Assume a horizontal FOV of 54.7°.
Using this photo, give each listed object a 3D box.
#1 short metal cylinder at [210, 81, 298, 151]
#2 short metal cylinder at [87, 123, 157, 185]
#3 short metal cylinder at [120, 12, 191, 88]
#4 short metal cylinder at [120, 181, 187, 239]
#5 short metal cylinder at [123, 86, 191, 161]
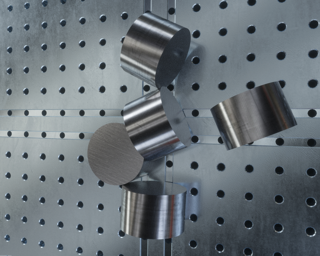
[{"bbox_3d":[0.103,-0.012,0.347,0.080,0.080,0.050,-23,83,18],"label":"short metal cylinder"},{"bbox_3d":[-0.049,0.033,0.416,0.080,0.050,0.079,0,90,20],"label":"short metal cylinder"},{"bbox_3d":[-0.004,-0.095,0.385,0.050,0.080,0.080,30,100,17],"label":"short metal cylinder"},{"bbox_3d":[-0.008,0.099,0.386,0.080,0.080,0.050,4,92,20],"label":"short metal cylinder"},{"bbox_3d":[-0.002,-0.005,0.384,0.050,0.080,0.080,-24,82,18],"label":"short metal cylinder"}]
